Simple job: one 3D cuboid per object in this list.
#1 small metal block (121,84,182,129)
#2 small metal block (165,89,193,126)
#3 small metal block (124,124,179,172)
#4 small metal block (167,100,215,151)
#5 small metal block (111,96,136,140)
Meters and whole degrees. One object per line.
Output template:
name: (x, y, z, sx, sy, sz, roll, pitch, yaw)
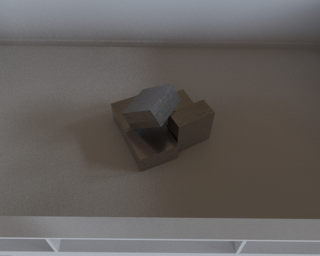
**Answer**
small metal block: (-0.010, -0.026, 0.376, 0.050, 0.025, 0.050, -4, 39, 44)
small metal block: (0.020, -0.021, 0.421, 0.050, 0.025, 0.050, -20, 53, -16)
small metal block: (-0.011, 0.020, 0.386, 0.050, 0.025, 0.050, -20, 53, -16)
small metal block: (0.037, -0.002, 0.389, 0.050, 0.050, 0.025, -22, 54, -19)
small metal block: (-0.032, -0.015, 0.415, 0.050, 0.025, 0.050, -20, 53, -16)
